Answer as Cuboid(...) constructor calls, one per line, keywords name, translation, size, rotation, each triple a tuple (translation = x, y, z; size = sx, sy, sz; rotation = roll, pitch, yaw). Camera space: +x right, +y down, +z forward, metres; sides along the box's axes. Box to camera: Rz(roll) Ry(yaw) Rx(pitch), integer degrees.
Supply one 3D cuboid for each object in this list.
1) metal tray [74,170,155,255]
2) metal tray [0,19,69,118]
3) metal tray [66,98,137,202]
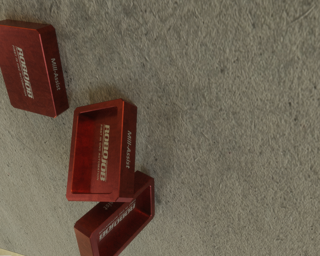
Cuboid(name="metal tray", translation=(-0.058, 0.133, 0.448), size=(0.030, 0.131, 0.089), rotation=(22, 129, 29))
Cuboid(name="metal tray", translation=(-0.187, -0.085, 0.450), size=(0.090, 0.030, 0.129), rotation=(13, 124, 20))
Cuboid(name="metal tray", translation=(-0.077, 0.032, 0.413), size=(0.090, 0.030, 0.129), rotation=(-8, 73, 31))
